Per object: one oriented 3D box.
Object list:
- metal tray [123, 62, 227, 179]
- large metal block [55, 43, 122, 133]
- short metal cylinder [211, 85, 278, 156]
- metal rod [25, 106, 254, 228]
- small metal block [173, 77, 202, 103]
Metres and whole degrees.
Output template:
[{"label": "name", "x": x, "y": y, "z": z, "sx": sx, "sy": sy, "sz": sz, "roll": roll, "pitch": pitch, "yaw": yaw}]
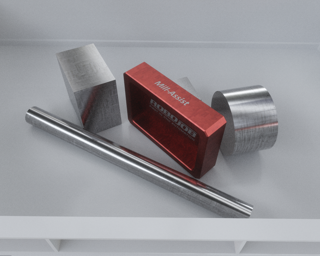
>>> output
[{"label": "metal tray", "x": 0.012, "y": -0.009, "z": 0.368, "sx": 0.030, "sy": 0.089, "sz": 0.130, "roll": -36, "pitch": 59, "yaw": -27}, {"label": "large metal block", "x": -0.093, "y": -0.050, "z": 0.409, "sx": 0.050, "sy": 0.080, "sz": 0.080, "roll": -21, "pitch": 53, "yaw": -17}, {"label": "short metal cylinder", "x": 0.099, "y": -0.009, "z": 0.376, "sx": 0.050, "sy": 0.080, "sz": 0.080, "roll": -10, "pitch": 51, "yaw": -7}, {"label": "metal rod", "x": -0.039, "y": 0.038, "z": 0.371, "sx": 0.301, "sy": 0.025, "sz": 0.025, "roll": 23, "pitch": 54, "yaw": 17}, {"label": "small metal block", "x": 0.024, "y": -0.042, "z": 0.437, "sx": 0.050, "sy": 0.025, "sz": 0.050, "roll": -15, "pitch": 52, "yaw": -13}]
